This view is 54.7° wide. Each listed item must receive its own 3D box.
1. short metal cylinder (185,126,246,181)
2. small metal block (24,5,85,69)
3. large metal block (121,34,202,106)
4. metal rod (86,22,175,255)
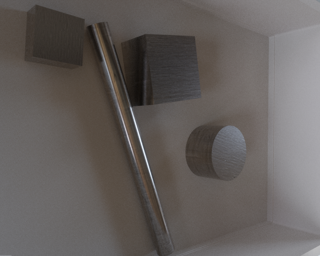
[{"bbox_3d":[0.084,0.036,0.464,0.081,0.050,0.079,0,90,-40],"label":"short metal cylinder"},{"bbox_3d":[-0.107,-0.091,0.318,0.050,0.025,0.050,4,88,-40],"label":"small metal block"},{"bbox_3d":[0.003,-0.072,0.395,0.081,0.050,0.079,-12,98,-40],"label":"large metal block"},{"bbox_3d":[-0.032,0.024,0.381,0.025,0.025,0.298,-26,106,-37],"label":"metal rod"}]
